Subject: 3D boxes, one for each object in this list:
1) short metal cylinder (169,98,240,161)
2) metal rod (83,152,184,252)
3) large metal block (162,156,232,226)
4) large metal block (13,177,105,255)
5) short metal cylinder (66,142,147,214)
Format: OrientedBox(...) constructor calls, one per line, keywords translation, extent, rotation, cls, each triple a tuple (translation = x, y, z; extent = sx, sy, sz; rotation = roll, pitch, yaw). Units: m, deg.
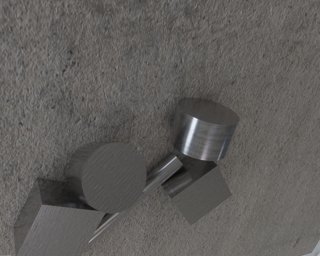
OrientedBox(translation=(0.056, 0.000, 0.402), extent=(0.081, 0.080, 0.050), rotation=(-1, 119, -28), cls="short metal cylinder")
OrientedBox(translation=(-0.087, 0.142, 0.447), extent=(0.300, 0.025, 0.025), rotation=(-41, 130, -1), cls="metal rod")
OrientedBox(translation=(0.054, 0.090, 0.476), extent=(0.080, 0.050, 0.080), rotation=(-35, 129, -5), cls="large metal block")
OrientedBox(translation=(-0.128, 0.116, 0.393), extent=(0.080, 0.050, 0.080), rotation=(19, 109, -36), cls="large metal block")
OrientedBox(translation=(-0.064, 0.056, 0.369), extent=(0.081, 0.050, 0.080), rotation=(1, 88, -35), cls="short metal cylinder")
